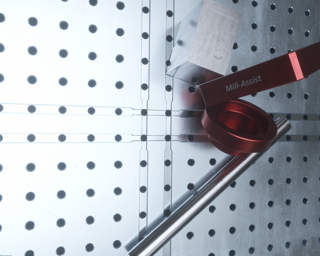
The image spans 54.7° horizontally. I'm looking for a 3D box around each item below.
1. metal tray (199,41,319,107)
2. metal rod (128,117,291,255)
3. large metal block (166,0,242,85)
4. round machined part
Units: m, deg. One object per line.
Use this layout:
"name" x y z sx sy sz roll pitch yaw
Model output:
"metal tray" 0.126 -0.066 0.389 0.091 0.130 0.030 -25 97 -42
"metal rod" 0.080 0.082 0.442 0.301 0.025 0.025 -38 102 -16
"large metal block" 0.054 -0.107 0.401 0.050 0.080 0.080 18 84 -16
"round machined part" 0.104 0.001 0.423 0.099 0.098 0.042 0 129 -20
